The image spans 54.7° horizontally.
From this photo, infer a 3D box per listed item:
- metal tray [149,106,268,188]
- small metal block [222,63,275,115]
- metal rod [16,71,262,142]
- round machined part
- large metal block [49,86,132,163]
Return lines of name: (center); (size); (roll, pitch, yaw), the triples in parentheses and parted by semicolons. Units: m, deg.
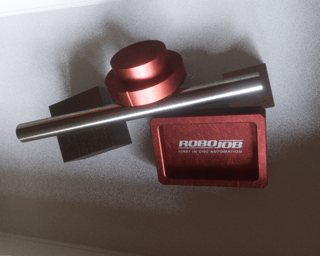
metal tray: (0.059, 0.023, 0.370); (0.130, 0.030, 0.089); (-2, 109, 19)
small metal block: (0.106, -0.045, 0.371); (0.050, 0.025, 0.050); (-12, 86, 19)
metal rod: (-0.034, -0.022, 0.372); (0.301, 0.025, 0.025); (-11, 86, 12)
round machined part: (-0.021, -0.072, 0.374); (0.098, 0.098, 0.042); (-5, 129, 19)
large metal block: (-0.095, -0.004, 0.427); (0.080, 0.050, 0.080); (-19, 84, 18)
